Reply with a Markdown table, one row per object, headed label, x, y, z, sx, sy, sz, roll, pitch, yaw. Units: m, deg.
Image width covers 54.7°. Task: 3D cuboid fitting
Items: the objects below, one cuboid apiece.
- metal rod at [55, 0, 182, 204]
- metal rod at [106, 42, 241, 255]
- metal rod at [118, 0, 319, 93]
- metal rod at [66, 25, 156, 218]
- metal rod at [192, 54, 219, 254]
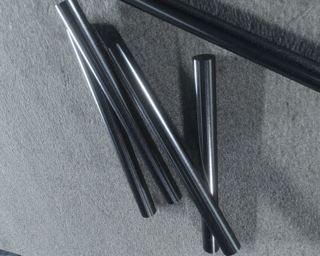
| label | x | y | z | sx | sy | sz | roll | pitch | yaw |
| --- | --- | --- | --- | --- | --- | --- | --- | --- | --- |
| metal rod | -0.043 | -0.019 | 0.403 | 0.025 | 0.025 | 0.299 | -13 | 116 | 33 |
| metal rod | 0.020 | 0.031 | 0.390 | 0.025 | 0.025 | 0.299 | -26 | 98 | 36 |
| metal rod | 0.053 | -0.100 | 0.315 | 0.301 | 0.025 | 0.025 | 28 | 128 | 10 |
| metal rod | -0.061 | 0.005 | 0.440 | 0.025 | 0.025 | 0.298 | -4 | 117 | 30 |
| metal rod | 0.063 | 0.053 | 0.405 | 0.025 | 0.025 | 0.298 | 7 | 122 | 24 |
